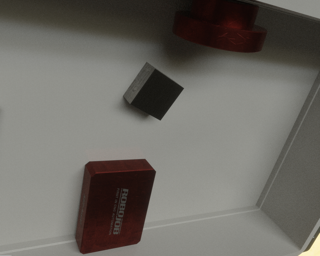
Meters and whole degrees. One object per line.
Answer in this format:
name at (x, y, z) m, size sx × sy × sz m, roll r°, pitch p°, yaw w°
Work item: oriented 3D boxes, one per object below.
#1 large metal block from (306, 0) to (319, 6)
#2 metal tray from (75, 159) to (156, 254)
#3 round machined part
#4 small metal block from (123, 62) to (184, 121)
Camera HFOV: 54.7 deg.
large metal block at (0.225, -0.213, 0.389) m, size 0.080 × 0.050 × 0.080 m, roll -43°, pitch 130°, yaw 1°
metal tray at (-0.063, 0.108, 0.432) m, size 0.091 × 0.030 × 0.129 m, roll 1°, pitch 113°, yaw -29°
round machined part at (0.065, -0.115, 0.328) m, size 0.099 × 0.098 × 0.042 m, roll -4°, pitch 120°, yaw -27°
small metal block at (-0.008, -0.044, 0.379) m, size 0.050 × 0.025 × 0.050 m, roll 28°, pitch 103°, yaw -38°
